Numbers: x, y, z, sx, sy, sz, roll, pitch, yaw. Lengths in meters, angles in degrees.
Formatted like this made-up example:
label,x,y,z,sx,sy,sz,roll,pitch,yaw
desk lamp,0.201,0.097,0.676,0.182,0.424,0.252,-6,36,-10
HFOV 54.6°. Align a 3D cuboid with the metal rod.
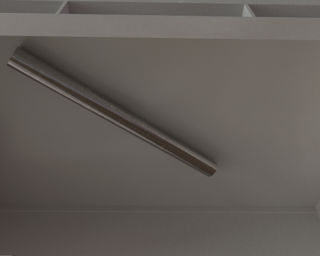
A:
label,x,y,z,sx,sy,sz,roll,pitch,yaw
metal rod,-0.043,-0.009,0.400,0.301,0.025,0.025,30,124,-24
